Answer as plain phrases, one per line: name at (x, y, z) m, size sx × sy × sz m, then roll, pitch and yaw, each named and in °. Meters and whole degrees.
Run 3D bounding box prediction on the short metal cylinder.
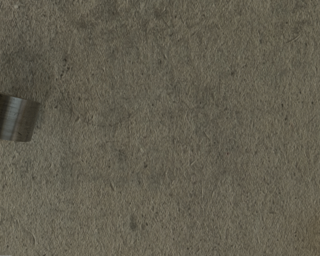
short metal cylinder at (-0.195, -0.017, 0.381) m, size 0.080 × 0.080 × 0.050 m, roll 15°, pitch 90°, yaw 0°
